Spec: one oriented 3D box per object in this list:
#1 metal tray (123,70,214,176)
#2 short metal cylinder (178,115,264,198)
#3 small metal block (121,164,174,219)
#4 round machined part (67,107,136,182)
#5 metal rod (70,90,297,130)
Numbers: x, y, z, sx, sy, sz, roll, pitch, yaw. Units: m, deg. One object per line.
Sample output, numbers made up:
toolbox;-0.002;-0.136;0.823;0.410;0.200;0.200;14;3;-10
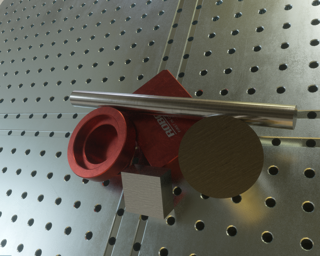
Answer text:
metal tray;0.007;-0.010;0.407;0.090;0.030;0.130;-37;51;3
short metal cylinder;0.062;0.030;0.320;0.080;0.050;0.080;-2;81;11
small metal block;-0.014;0.071;0.353;0.050;0.025;0.050;3;106;28
round machined part;-0.072;0.024;0.412;0.098;0.042;0.098;-14;61;27
metal rod;0.005;-0.027;0.381;0.300;0.025;0.025;7;65;31
